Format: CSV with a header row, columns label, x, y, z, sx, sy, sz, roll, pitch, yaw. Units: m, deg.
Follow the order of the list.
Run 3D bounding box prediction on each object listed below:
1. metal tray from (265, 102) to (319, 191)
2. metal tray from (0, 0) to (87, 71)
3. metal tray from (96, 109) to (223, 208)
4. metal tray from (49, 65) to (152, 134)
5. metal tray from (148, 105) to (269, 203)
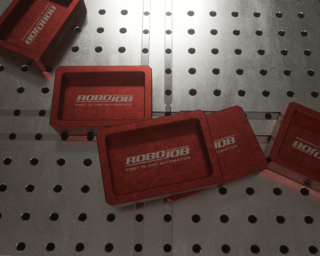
label,x,y,z,sx,sy,sz,roll,pitch,yaw
metal tray,0.211,0.033,0.399,0.130,0.030,0.090,25,72,8
metal tray,-0.182,-0.158,0.464,0.090,0.030,0.130,23,71,8
metal tray,-0.002,0.035,0.363,0.131,0.030,0.090,-11,71,-4
metal tray,-0.076,-0.039,0.422,0.131,0.030,0.090,0,70,-1
metal tray,0.058,0.033,0.398,0.131,0.030,0.090,-18,71,-7
